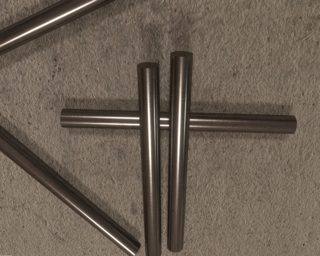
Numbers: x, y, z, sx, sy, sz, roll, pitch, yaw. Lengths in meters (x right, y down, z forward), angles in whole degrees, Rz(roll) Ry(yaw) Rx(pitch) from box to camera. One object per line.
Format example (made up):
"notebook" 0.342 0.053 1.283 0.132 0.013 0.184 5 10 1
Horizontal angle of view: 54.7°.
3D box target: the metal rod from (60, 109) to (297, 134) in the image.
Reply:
"metal rod" 0.025 -0.009 0.406 0.302 0.025 0.025 2 110 -1

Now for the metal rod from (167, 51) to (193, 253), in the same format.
"metal rod" 0.024 0.050 0.408 0.025 0.025 0.298 0 118 -1

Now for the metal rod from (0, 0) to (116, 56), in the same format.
"metal rod" -0.114 -0.133 0.359 0.301 0.025 0.025 -22 109 7

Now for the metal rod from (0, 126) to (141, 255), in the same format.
"metal rod" -0.141 0.085 0.439 0.025 0.025 0.300 -41 106 13

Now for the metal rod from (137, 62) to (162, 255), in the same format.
"metal rod" -0.012 0.062 0.413 0.025 0.025 0.298 -1 117 0
